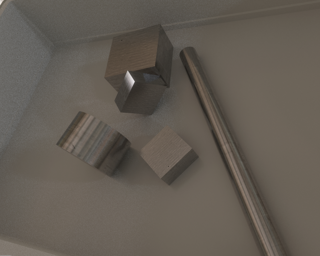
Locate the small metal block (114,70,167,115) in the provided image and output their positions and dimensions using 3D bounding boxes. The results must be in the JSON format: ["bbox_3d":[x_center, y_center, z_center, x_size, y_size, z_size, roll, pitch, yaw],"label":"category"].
[{"bbox_3d":[-0.026,-0.046,0.418,0.050,0.050,0.025,-61,44,32],"label":"small metal block"}]

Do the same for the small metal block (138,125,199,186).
[{"bbox_3d":[0.010,0.033,0.379,0.050,0.025,0.050,-44,51,-3],"label":"small metal block"}]

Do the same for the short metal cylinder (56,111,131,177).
[{"bbox_3d":[-0.085,0.022,0.400,0.080,0.080,0.050,21,73,35],"label":"short metal cylinder"}]

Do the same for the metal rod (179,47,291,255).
[{"bbox_3d":[0.074,0.008,0.361,0.025,0.025,0.299,-25,53,12],"label":"metal rod"}]

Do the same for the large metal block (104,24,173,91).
[{"bbox_3d":[-0.029,-0.100,0.465,0.080,0.050,0.080,-8,58,23],"label":"large metal block"}]
